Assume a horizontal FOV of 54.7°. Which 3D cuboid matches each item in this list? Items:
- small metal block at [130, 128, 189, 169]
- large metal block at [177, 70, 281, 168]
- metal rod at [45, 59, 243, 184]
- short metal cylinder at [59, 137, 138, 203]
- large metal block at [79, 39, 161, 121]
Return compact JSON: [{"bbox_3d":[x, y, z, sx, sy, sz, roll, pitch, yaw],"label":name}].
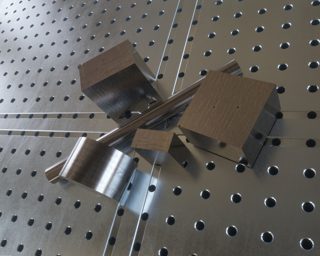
[{"bbox_3d":[0.001,0.025,0.375,0.050,0.050,0.025,5,65,30],"label":"small metal block"},{"bbox_3d":[0.080,-0.013,0.354,0.080,0.050,0.080,21,73,35],"label":"large metal block"},{"bbox_3d":[-0.027,-0.005,0.423,0.301,0.025,0.025,-30,52,8],"label":"metal rod"},{"bbox_3d":[-0.074,0.052,0.377,0.080,0.080,0.050,12,68,33],"label":"short metal cylinder"},{"bbox_3d":[-0.056,-0.065,0.442,0.080,0.080,0.050,-25,53,12],"label":"large metal block"}]
